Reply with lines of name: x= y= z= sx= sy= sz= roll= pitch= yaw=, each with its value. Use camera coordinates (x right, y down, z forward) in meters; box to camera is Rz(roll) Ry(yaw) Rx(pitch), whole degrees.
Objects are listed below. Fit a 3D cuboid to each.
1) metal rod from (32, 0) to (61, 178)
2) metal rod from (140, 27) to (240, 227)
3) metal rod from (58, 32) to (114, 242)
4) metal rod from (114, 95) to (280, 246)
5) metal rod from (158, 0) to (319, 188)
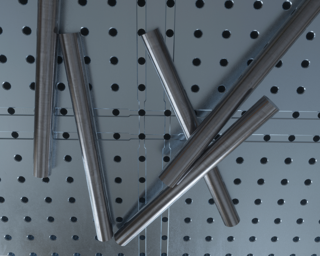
metal rod: x=-0.141 y=-0.074 z=0.384 sx=0.025 sy=0.025 sz=0.298 roll=9 pitch=110 yaw=-4
metal rod: x=0.048 y=0.012 z=0.418 sx=0.025 sy=0.025 sz=0.299 roll=-23 pitch=109 yaw=8
metal rod: x=-0.096 y=0.026 z=0.421 sx=0.025 sy=0.025 sz=0.298 roll=-5 pitch=110 yaw=1
metal rod: x=0.035 y=0.070 z=0.417 sx=0.025 sy=0.025 sz=0.299 roll=38 pitch=114 yaw=-13
metal rod: x=0.100 y=-0.046 z=0.380 sx=0.025 sy=0.025 sz=0.299 roll=37 pitch=99 yaw=-13
